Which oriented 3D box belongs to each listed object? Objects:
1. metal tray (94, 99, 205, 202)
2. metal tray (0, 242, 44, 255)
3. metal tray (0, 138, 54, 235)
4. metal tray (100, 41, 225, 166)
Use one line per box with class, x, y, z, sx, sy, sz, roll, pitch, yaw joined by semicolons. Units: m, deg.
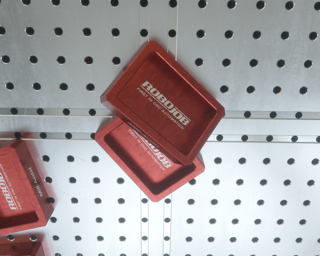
metal tray;-0.012;0.029;0.420;0.090;0.030;0.130;-36;106;12
metal tray;-0.229;0.249;0.500;0.090;0.030;0.129;-5;110;1
metal tray;-0.219;0.086;0.440;0.090;0.030;0.129;-13;110;4
metal tray;0.007;-0.027;0.372;0.130;0.030;0.090;41;75;-19
